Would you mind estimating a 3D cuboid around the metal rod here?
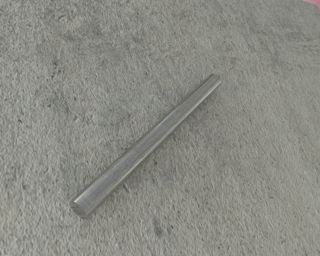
[{"bbox_3d":[0.003,0.003,0.407,0.025,0.025,0.302,45,51,2],"label":"metal rod"}]
